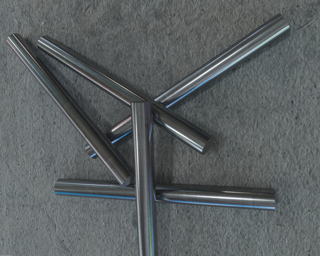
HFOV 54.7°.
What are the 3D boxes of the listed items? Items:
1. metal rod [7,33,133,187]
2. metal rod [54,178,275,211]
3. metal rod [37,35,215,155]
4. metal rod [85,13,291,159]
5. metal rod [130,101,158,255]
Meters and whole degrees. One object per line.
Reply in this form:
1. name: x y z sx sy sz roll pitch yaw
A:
1. metal rod: -0.134 -0.037 0.438 0.025 0.025 0.300 -49 69 13
2. metal rod: -0.008 0.086 0.411 0.301 0.025 0.025 -1 90 19
3. metal rod: -0.061 -0.055 0.410 0.300 0.025 0.025 33 101 24
4. metal rod: 0.023 -0.044 0.400 0.300 0.025 0.025 -33 80 17
5. metal rod: -0.016 0.116 0.385 0.025 0.025 0.298 2 102 20
